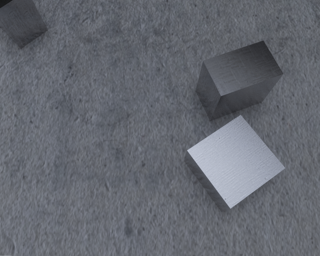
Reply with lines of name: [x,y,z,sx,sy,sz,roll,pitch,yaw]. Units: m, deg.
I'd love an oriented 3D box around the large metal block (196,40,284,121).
large metal block: [0.097,-0.058,0.401,0.080,0.080,0.050,-20,72,-7]

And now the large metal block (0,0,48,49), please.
large metal block: [-0.217,-0.175,0.440,0.050,0.080,0.080,-42,76,-14]

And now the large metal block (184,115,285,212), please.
large metal block: [0.087,0.044,0.380,0.080,0.050,0.080,-33,74,-12]
